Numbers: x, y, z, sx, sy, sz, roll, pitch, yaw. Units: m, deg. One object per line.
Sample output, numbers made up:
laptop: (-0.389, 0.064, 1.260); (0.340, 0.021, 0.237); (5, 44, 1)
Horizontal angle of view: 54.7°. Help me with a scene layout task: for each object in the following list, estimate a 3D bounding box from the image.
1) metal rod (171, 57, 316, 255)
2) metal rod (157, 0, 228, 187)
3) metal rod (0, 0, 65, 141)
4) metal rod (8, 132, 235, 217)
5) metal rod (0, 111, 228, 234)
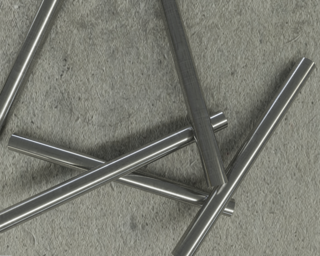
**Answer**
metal rod: (0.110, 0.036, 0.393); (0.025, 0.025, 0.300); (35, 83, 0)
metal rod: (0.033, -0.076, 0.389); (0.025, 0.025, 0.299); (-14, 82, 0)
metal rod: (-0.183, -0.075, 0.408); (0.025, 0.025, 0.299); (25, 90, 0)
metal rod: (-0.049, 0.062, 0.409); (0.302, 0.025, 0.025); (17, 90, 0)
metal rod: (-0.052, 0.049, 0.385); (0.302, 0.025, 0.025); (-24, 90, -10)
